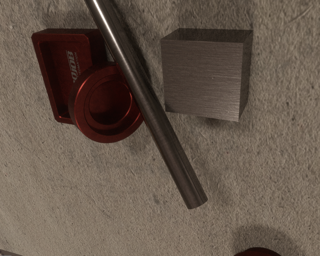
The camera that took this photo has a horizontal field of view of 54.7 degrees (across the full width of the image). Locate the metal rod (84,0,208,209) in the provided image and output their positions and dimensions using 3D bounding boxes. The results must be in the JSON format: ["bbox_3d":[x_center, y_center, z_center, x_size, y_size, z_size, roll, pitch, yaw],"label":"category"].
[{"bbox_3d":[-0.025,-0.050,0.341,0.025,0.025,0.299,-26,90,37],"label":"metal rod"}]

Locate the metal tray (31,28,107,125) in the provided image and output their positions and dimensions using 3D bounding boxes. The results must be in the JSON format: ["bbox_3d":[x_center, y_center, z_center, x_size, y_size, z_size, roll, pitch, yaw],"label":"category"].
[{"bbox_3d":[-0.114,-0.066,0.420,0.090,0.030,0.129,8,122,23],"label":"metal tray"}]

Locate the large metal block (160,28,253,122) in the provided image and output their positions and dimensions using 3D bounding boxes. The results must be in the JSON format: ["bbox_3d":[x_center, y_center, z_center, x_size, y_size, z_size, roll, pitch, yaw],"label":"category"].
[{"bbox_3d":[0.050,-0.059,0.327,0.080,0.050,0.079,9,122,23],"label":"large metal block"}]

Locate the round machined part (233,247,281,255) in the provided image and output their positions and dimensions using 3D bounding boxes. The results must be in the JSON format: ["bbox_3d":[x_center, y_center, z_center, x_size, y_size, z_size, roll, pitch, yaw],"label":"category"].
[{"bbox_3d":[0.149,0.213,0.449,0.098,0.042,0.097,13,124,20],"label":"round machined part"}]

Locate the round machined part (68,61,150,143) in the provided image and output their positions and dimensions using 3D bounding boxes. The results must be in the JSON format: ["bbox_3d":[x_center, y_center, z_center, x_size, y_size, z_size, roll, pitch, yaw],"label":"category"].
[{"bbox_3d":[-0.065,-0.034,0.381,0.042,0.099,0.097,32,137,48],"label":"round machined part"}]
